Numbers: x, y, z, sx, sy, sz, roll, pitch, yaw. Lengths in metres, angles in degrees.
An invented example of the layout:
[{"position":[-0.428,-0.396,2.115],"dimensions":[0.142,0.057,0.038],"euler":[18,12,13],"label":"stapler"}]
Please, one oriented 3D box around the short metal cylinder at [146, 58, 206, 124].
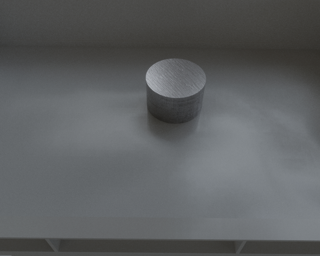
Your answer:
[{"position":[0.021,-0.052,0.433],"dimensions":[0.081,0.050,0.080],"euler":[0,50,0],"label":"short metal cylinder"}]
